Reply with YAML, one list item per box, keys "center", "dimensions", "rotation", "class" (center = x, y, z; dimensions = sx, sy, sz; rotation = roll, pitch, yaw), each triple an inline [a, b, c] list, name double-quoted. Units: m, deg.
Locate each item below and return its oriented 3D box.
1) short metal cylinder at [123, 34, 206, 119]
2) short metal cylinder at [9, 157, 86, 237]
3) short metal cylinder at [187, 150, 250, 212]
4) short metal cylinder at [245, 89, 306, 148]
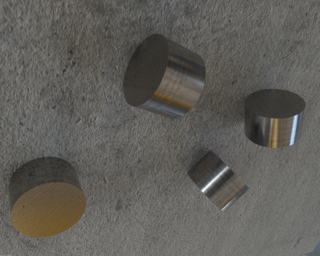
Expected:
- center: [0.003, -0.055, 0.339]
  dimensions: [0.050, 0.080, 0.080]
  rotation: [17, 109, -35]
  class: "short metal cylinder"
- center: [-0.134, 0.081, 0.368]
  dimensions: [0.081, 0.050, 0.079]
  rotation: [-14, 124, -21]
  class: "short metal cylinder"
- center: [0.087, 0.079, 0.467]
  dimensions: [0.050, 0.080, 0.080]
  rotation: [-45, 129, 3]
  class: "short metal cylinder"
- center: [0.165, -0.016, 0.451]
  dimensions: [0.081, 0.080, 0.050]
  rotation: [-21, 126, -16]
  class: "short metal cylinder"
